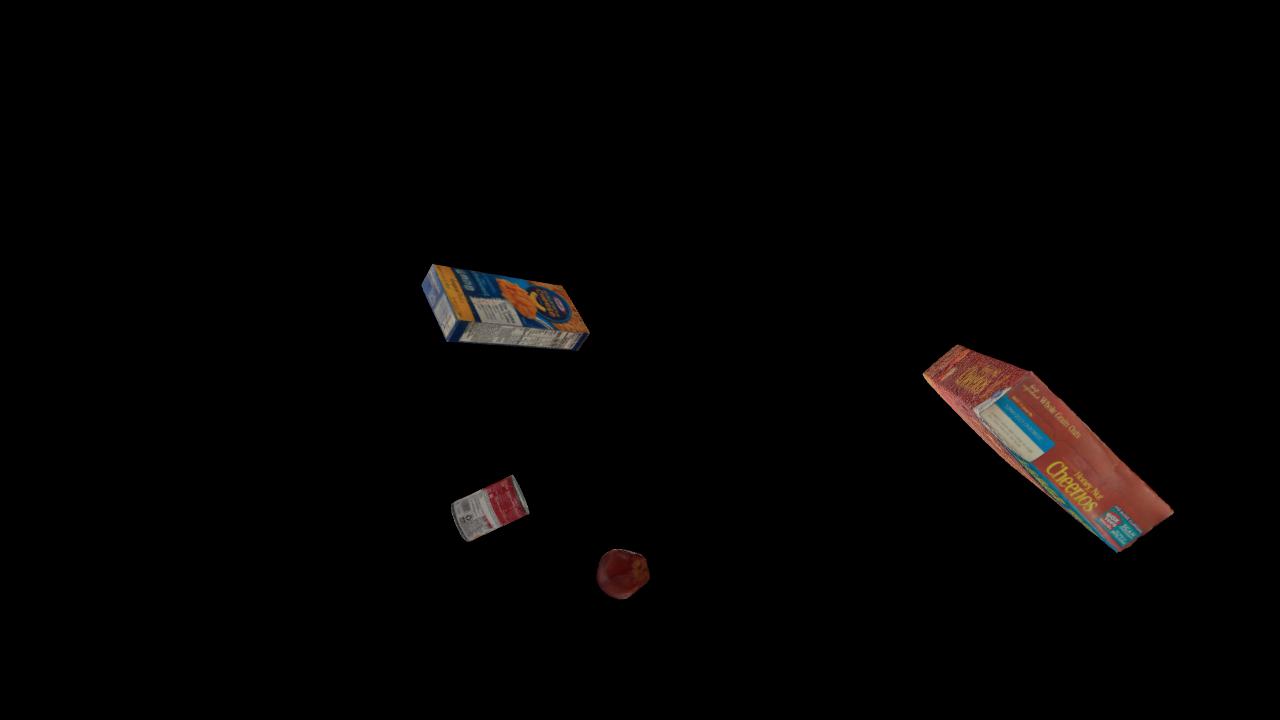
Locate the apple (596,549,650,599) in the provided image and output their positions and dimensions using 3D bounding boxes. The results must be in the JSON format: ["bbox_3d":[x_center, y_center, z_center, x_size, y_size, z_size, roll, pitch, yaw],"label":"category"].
[{"bbox_3d":[-0.028,0.345,1.000,0.079,0.079,0.093,0,-22,-39],"label":"apple"}]

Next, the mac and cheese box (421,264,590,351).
[{"bbox_3d":[-0.155,-0.059,0.734,0.184,0.093,0.041,3,-46,-46],"label":"mac and cheese box"}]

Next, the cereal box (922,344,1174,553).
[{"bbox_3d":[0.484,0.088,0.779,0.081,0.203,0.306,-45,-4,16],"label":"cereal box"}]

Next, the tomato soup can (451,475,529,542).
[{"bbox_3d":[-0.231,0.230,0.952,0.101,0.068,0.068,-24,4,-9],"label":"tomato soup can"}]
